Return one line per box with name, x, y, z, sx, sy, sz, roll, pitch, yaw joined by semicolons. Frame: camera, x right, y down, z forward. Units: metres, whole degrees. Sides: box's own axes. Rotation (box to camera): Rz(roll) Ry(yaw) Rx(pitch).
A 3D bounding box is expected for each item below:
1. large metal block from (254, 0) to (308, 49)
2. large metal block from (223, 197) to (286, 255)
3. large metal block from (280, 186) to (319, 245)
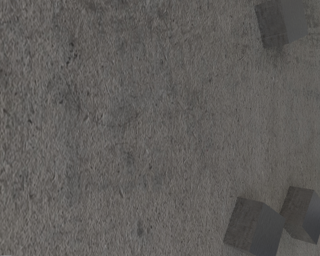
large metal block;0.228;-0.201;0.579;0.081;0.050;0.080;-29;108;-36
large metal block;0.161;0.173;0.524;0.080;0.050;0.080;37;68;-34
large metal block;0.293;0.178;0.634;0.080;0.050;0.080;47;62;-30
